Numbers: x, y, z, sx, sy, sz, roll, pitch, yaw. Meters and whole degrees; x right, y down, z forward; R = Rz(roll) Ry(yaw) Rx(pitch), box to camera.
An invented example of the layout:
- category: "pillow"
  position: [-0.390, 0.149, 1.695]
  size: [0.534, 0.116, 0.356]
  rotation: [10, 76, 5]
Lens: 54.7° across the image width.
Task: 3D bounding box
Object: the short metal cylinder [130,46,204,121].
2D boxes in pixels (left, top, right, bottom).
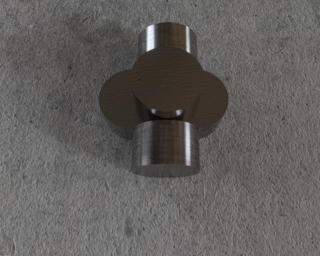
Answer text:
- category: "short metal cylinder"
  position: [0.008, -0.046, 0.359]
  size: [0.081, 0.050, 0.080]
  rotation: [0, 70, 0]

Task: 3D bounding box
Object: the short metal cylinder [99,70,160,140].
- category: "short metal cylinder"
  position: [-0.035, -0.029, 0.406]
  size: [0.081, 0.050, 0.080]
  rotation: [0, 70, 0]

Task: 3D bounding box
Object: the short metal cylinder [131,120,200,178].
- category: "short metal cylinder"
  position: [0.007, 0.028, 0.371]
  size: [0.081, 0.080, 0.050]
  rotation: [0, 70, 0]

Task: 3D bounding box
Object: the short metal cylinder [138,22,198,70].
- category: "short metal cylinder"
  position: [0.010, -0.095, 0.416]
  size: [0.081, 0.080, 0.050]
  rotation: [0, 70, -1]

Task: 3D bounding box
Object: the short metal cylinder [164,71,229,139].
- category: "short metal cylinder"
  position: [0.045, -0.030, 0.407]
  size: [0.081, 0.050, 0.080]
  rotation: [0, 70, 0]
